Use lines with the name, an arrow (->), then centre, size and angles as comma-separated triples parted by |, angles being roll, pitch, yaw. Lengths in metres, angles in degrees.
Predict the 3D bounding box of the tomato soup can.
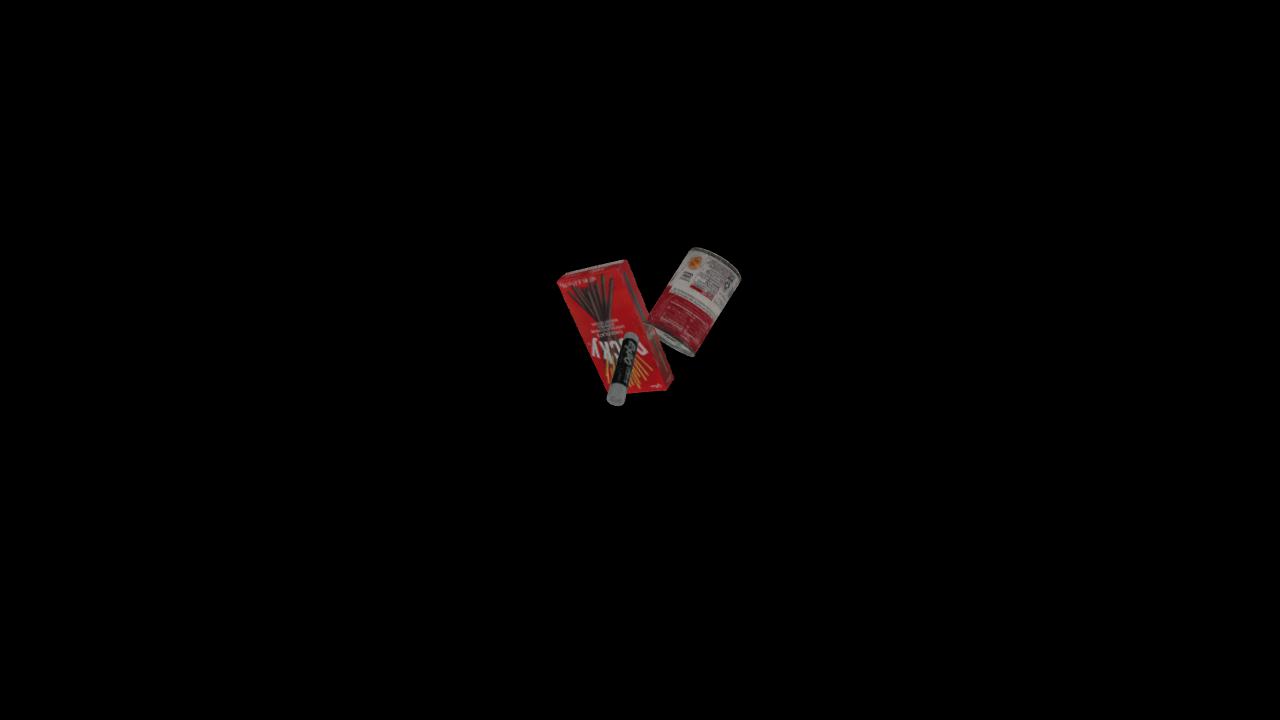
tomato soup can -> 0.057, -0.063, 0.668 | 0.068, 0.101, 0.068 | 32, -5, 3

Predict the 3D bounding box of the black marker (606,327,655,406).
black marker -> -0.014, -0.004, 0.647 | 0.020, 0.121, 0.020 | 7, -42, 7

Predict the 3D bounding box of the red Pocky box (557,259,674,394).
red Pocky box -> -0.025, -0.031, 0.685 | 0.083, 0.155, 0.028 | -8, 28, 30
